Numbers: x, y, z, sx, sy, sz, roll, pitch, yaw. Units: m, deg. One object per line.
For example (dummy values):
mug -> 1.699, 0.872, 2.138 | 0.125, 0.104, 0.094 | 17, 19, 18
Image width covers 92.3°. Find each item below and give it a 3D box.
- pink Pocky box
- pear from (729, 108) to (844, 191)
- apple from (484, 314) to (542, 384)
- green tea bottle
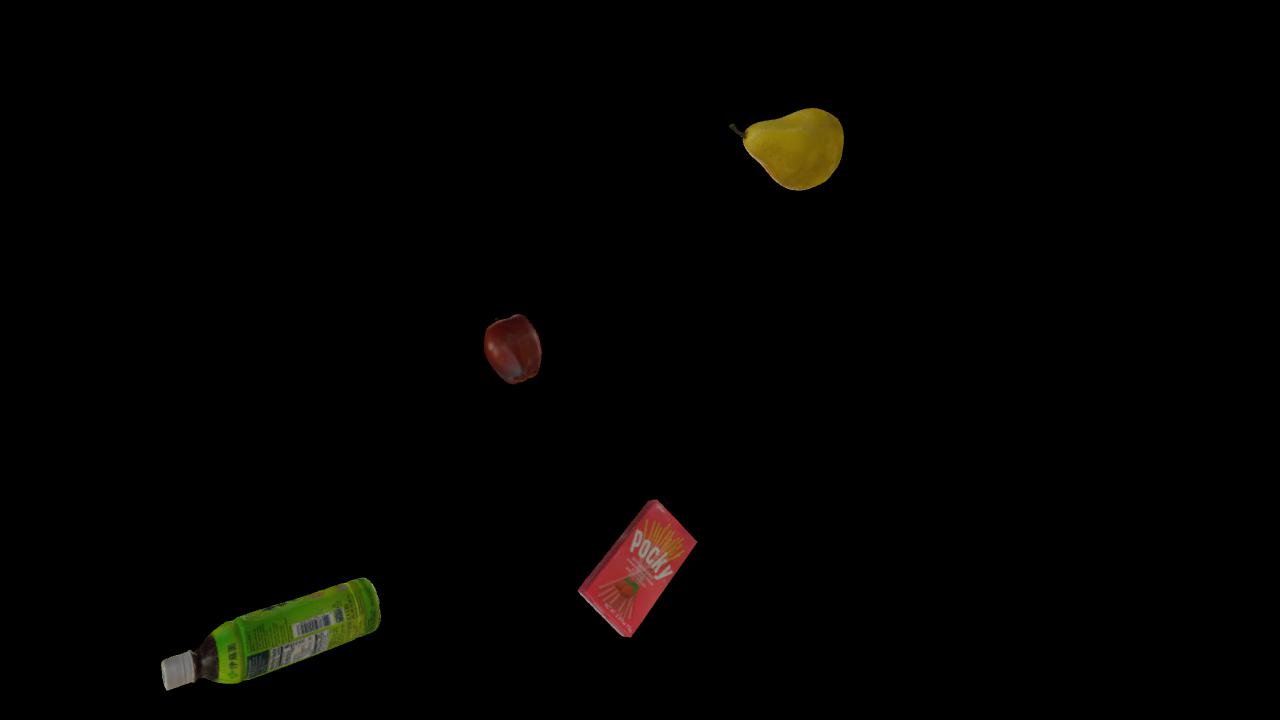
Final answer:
pink Pocky box -> 0.000, 0.265, 0.793 | 0.155, 0.084, 0.029 | -46, 7, -31
pear -> 0.136, -0.205, 0.594 | 0.111, 0.080, 0.080 | 4, 0, -5
apple -> -0.171, -0.016, 0.826 | 0.079, 0.093, 0.079 | -24, -3, -1
green tea bottle -> -0.413, 0.315, 0.703 | 0.073, 0.073, 0.212 | 0, 3, 43
